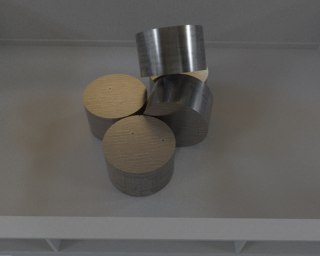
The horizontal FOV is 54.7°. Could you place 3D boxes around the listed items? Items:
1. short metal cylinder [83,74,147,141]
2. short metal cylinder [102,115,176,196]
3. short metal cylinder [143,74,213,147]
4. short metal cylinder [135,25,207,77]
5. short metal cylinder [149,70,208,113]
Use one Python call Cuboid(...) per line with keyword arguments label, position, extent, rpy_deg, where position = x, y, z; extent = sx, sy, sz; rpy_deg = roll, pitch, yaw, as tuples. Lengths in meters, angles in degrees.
Cuboid(label="short metal cylinder", position=(-0.056, -0.026, 0.407), extent=(0.081, 0.050, 0.080), rpy_deg=(0, 50, 0))
Cuboid(label="short metal cylinder", position=(-0.023, 0.031, 0.359), extent=(0.081, 0.050, 0.080), rpy_deg=(0, 50, 0))
Cuboid(label="short metal cylinder", position=(0.023, -0.021, 0.386), extent=(0.080, 0.080, 0.050), rpy_deg=(10, 51, 8))
Cuboid(label="short metal cylinder", position=(0.014, -0.091, 0.372), extent=(0.080, 0.050, 0.080), rpy_deg=(-7, 10, 1))
Cuboid(label="short metal cylinder", position=(0.025, -0.062, 0.439), extent=(0.081, 0.050, 0.080), rpy_deg=(0, 50, 0))
